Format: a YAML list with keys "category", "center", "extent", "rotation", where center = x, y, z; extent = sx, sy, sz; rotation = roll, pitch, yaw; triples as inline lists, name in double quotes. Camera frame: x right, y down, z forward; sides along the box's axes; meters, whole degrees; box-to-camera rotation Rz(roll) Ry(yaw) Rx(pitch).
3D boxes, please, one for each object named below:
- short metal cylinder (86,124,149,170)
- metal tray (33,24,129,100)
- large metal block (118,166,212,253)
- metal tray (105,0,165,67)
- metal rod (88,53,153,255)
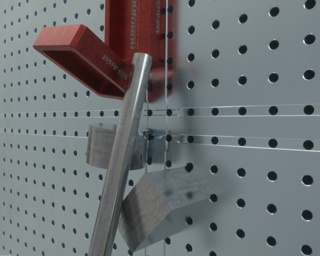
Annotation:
- category: "short metal cylinder"
  center: [-0.057, 0.023, 0.421]
  extent: [0.080, 0.081, 0.050]
  rotation: [11, 97, 39]
- category: "metal tray"
  center: [-0.089, -0.082, 0.414]
  extent: [0.090, 0.130, 0.030]
  rotation: [12, 72, 39]
- category: "large metal block"
  center: [0.002, 0.095, 0.372]
  extent: [0.050, 0.081, 0.080]
  rotation: [51, 120, 27]
- category: "metal tray"
  center: [-0.037, -0.149, 0.436]
  extent: [0.090, 0.030, 0.129]
  rotation: [2, 92, 40]
- category: "metal rod"
  center: [-0.049, 0.055, 0.357]
  extent: [0.025, 0.025, 0.299]
  rotation: [1, 74, 40]
